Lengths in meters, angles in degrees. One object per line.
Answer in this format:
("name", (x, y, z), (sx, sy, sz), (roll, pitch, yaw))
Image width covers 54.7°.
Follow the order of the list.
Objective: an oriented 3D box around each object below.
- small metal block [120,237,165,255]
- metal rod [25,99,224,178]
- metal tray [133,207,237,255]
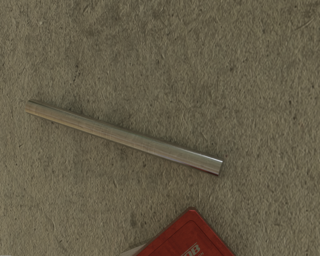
("small metal block", (-0.017, 0.179, 0.414), (0.050, 0.025, 0.050), (-28, 81, 17))
("metal rod", (-0.061, 0.008, 0.429), (0.301, 0.025, 0.025), (17, 96, 18))
("metal tray", (0.020, 0.172, 0.377), (0.130, 0.030, 0.090), (-41, 81, -1))
